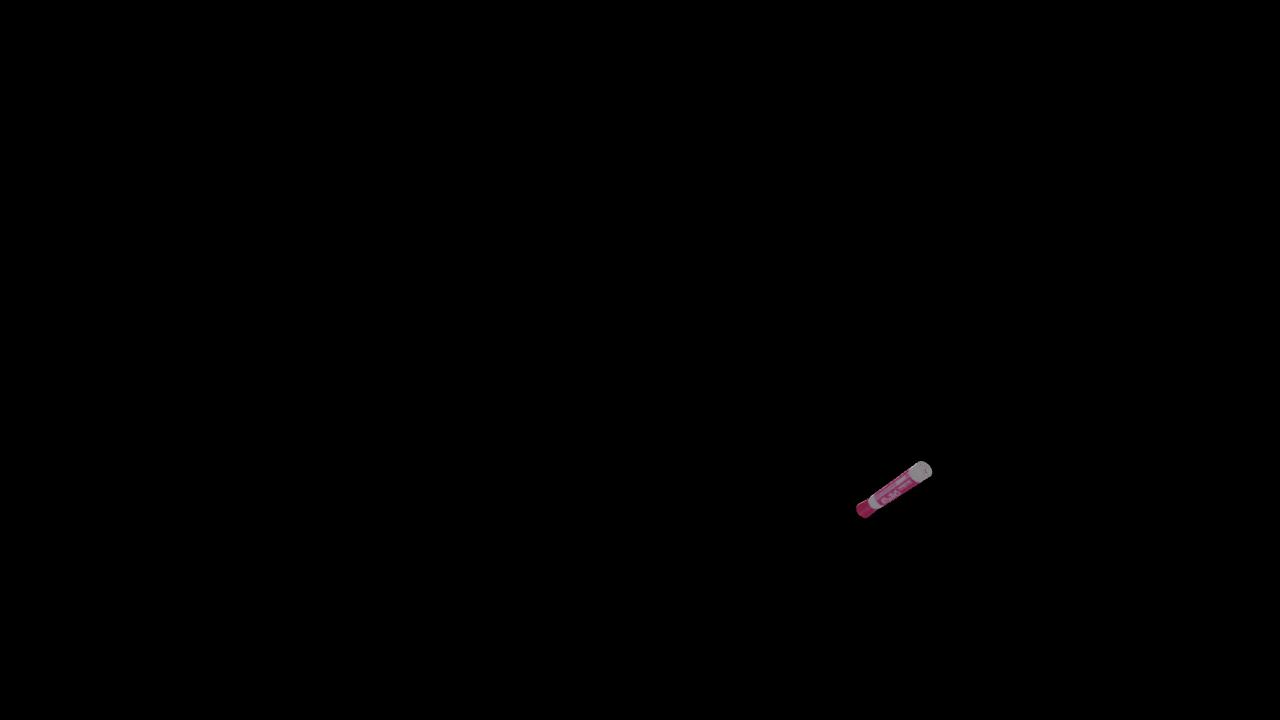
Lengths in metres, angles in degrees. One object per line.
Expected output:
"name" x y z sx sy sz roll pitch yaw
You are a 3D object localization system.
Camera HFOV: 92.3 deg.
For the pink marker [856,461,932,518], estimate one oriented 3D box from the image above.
"pink marker" 0.286 0.151 0.702 0.020 0.020 0.121 0 -36 -22
